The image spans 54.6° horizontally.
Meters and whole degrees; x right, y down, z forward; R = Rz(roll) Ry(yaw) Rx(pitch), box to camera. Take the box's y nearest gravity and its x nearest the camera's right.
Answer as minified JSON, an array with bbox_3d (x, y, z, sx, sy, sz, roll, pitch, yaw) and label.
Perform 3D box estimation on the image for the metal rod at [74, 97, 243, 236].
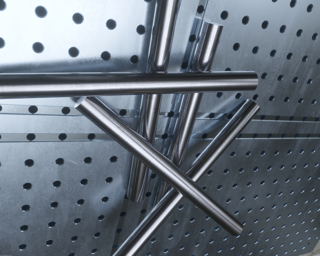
[{"bbox_3d":[0.014,0.060,0.407,0.025,0.025,0.300,-46,115,4],"label":"metal rod"}]

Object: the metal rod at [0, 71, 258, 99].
[{"bbox_3d":[-0.031,-0.048,0.336,0.302,0.025,0.025,-4,121,-17],"label":"metal rod"}]

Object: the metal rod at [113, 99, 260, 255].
[{"bbox_3d":[0.041,0.077,0.451,0.300,0.025,0.025,-48,130,-6],"label":"metal rod"}]

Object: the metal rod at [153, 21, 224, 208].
[{"bbox_3d":[0.031,0.007,0.431,0.025,0.025,0.298,-1,119,-28],"label":"metal rod"}]

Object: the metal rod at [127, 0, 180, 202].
[{"bbox_3d":[-0.011,-0.031,0.385,0.025,0.025,0.298,-4,120,-26],"label":"metal rod"}]
